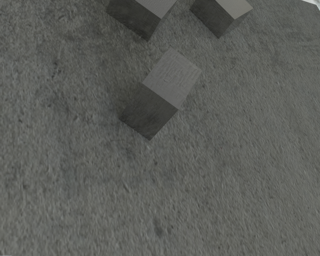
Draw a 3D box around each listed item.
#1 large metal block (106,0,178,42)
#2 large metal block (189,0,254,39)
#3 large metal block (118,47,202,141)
[{"bbox_3d":[-0.026,-0.199,0.496,0.080,0.050,0.080,34,51,-6],"label":"large metal block"},{"bbox_3d":[0.118,-0.229,0.594,0.080,0.050,0.080,47,51,4],"label":"large metal block"},{"bbox_3d":[0.000,-0.043,0.396,0.050,0.080,0.080,36,51,-5],"label":"large metal block"}]
